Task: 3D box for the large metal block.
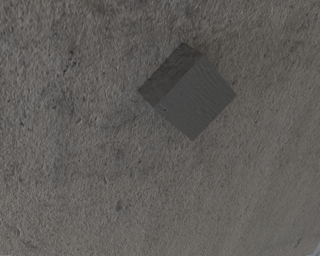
[{"bbox_3d":[0.034,-0.043,0.382,0.080,0.050,0.080,-47,129,5],"label":"large metal block"}]
